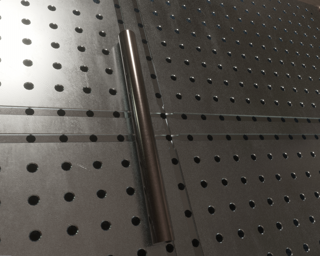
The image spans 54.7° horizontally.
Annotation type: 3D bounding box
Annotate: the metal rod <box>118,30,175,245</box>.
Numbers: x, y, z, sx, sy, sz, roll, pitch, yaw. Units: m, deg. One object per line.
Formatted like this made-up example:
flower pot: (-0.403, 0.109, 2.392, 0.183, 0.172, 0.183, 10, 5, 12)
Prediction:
metal rod: (-0.023, -0.007, 0.401, 0.025, 0.025, 0.299, 3, 60, -27)
